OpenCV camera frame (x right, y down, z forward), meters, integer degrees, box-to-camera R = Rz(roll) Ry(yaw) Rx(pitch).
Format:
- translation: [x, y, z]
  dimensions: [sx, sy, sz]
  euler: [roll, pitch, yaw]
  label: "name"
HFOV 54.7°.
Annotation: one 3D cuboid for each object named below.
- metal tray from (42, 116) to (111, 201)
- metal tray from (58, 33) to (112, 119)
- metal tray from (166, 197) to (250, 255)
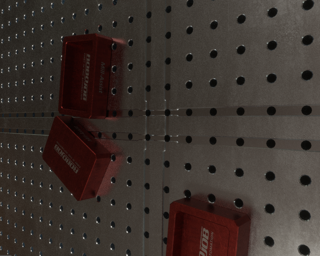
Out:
- translation: [-0.145, 0.048, 0.522]
  dimensions: [0.130, 0.030, 0.089]
  euler: [37, 112, 33]
  label: "metal tray"
- translation: [-0.124, -0.083, 0.505]
  dimensions: [0.090, 0.030, 0.129]
  euler: [9, 96, 39]
  label: "metal tray"
- translation: [0.051, 0.156, 0.362]
  dimensions: [0.090, 0.030, 0.129]
  euler: [7, 95, 39]
  label: "metal tray"
